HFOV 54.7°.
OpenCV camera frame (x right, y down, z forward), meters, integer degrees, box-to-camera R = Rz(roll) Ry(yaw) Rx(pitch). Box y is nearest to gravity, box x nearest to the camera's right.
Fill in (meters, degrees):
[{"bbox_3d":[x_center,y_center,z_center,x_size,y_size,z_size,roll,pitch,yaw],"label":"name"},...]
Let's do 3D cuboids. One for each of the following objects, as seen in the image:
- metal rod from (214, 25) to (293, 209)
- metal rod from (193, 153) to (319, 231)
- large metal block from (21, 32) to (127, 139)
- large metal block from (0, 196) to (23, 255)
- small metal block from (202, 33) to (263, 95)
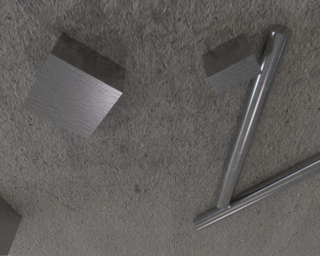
[{"bbox_3d":[0.113,0.011,0.417,0.025,0.025,0.298,3,130,-3],"label":"metal rod"},{"bbox_3d":[0.176,0.093,0.488,0.299,0.025,0.025,-36,122,26],"label":"metal rod"},{"bbox_3d":[-0.095,-0.046,0.351,0.080,0.050,0.080,28,125,-22],"label":"large metal block"},{"bbox_3d":[-0.283,0.163,0.507,0.050,0.080,0.080,-13,129,10],"label":"large metal block"},{"bbox_3d":[0.076,-0.069,0.333,0.050,0.050,0.025,-26,126,20],"label":"small metal block"}]
